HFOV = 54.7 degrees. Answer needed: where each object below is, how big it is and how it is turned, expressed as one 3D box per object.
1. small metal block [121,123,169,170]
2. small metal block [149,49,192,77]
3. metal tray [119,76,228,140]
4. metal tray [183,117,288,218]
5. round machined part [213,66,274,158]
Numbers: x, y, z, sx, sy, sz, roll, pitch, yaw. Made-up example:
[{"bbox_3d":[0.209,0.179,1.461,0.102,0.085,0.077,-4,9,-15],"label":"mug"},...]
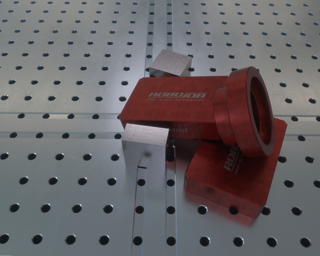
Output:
[{"bbox_3d":[-0.016,0.023,0.372,0.050,0.050,0.025,7,51,6],"label":"small metal block"},{"bbox_3d":[0.017,-0.094,0.487,0.050,0.025,0.050,20,53,16],"label":"small metal block"},{"bbox_3d":[0.023,-0.029,0.405,0.130,0.030,0.090,3,45,20],"label":"metal tray"},{"bbox_3d":[0.094,0.032,0.378,0.090,0.030,0.130,20,53,16],"label":"metal tray"},{"bbox_3d":[0.092,-0.015,0.344,0.042,0.098,0.098,-11,43,32],"label":"round machined part"}]
